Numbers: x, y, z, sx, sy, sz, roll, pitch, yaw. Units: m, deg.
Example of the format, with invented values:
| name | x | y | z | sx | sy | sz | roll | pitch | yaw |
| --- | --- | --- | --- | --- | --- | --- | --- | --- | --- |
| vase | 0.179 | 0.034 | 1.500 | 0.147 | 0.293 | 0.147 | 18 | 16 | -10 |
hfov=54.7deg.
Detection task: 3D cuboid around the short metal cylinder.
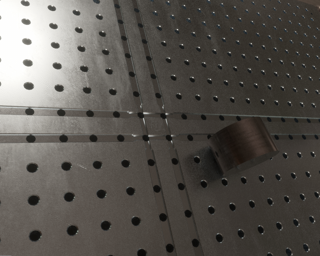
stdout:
| name | x | y | z | sx | sy | sz | roll | pitch | yaw |
| --- | --- | --- | --- | --- | --- | --- | --- | --- | --- |
| short metal cylinder | 0.112 | 0.026 | 0.419 | 0.081 | 0.080 | 0.050 | -9 | 67 | -32 |
